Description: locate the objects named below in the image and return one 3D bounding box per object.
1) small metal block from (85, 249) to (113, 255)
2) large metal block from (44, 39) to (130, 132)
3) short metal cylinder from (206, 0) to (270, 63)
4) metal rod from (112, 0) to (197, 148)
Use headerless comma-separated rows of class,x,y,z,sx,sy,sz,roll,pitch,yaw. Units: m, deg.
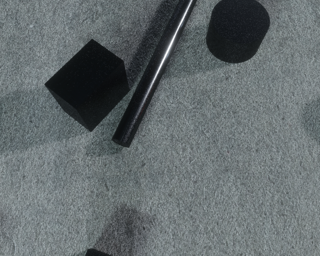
small metal block,-0.065,0.169,0.346,0.050,0.025,0.050,18,71,6
large metal block,-0.088,-0.051,0.397,0.050,0.080,0.080,37,74,12
short metal cylinder,0.110,-0.141,0.448,0.081,0.050,0.080,0,70,0
metal rod,0.006,-0.110,0.448,0.025,0.025,0.300,21,71,7
